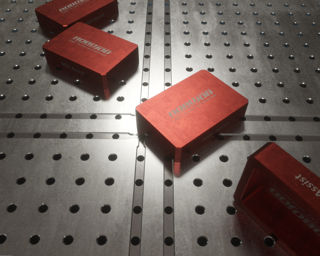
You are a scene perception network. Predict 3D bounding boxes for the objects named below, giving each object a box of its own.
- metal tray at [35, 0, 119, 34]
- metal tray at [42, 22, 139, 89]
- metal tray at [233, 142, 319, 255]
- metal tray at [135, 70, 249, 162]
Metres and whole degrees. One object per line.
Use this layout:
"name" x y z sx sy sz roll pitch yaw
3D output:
"metal tray" -0.155 -0.223 0.590 0.090 0.030 0.131 33 57 24
"metal tray" -0.111 -0.122 0.505 0.130 0.030 0.090 27 55 20
"metal tray" 0.135 0.085 0.295 0.030 0.089 0.130 -31 57 -24
"metal tray" 0.044 -0.022 0.424 0.131 0.030 0.090 -32 57 -24
